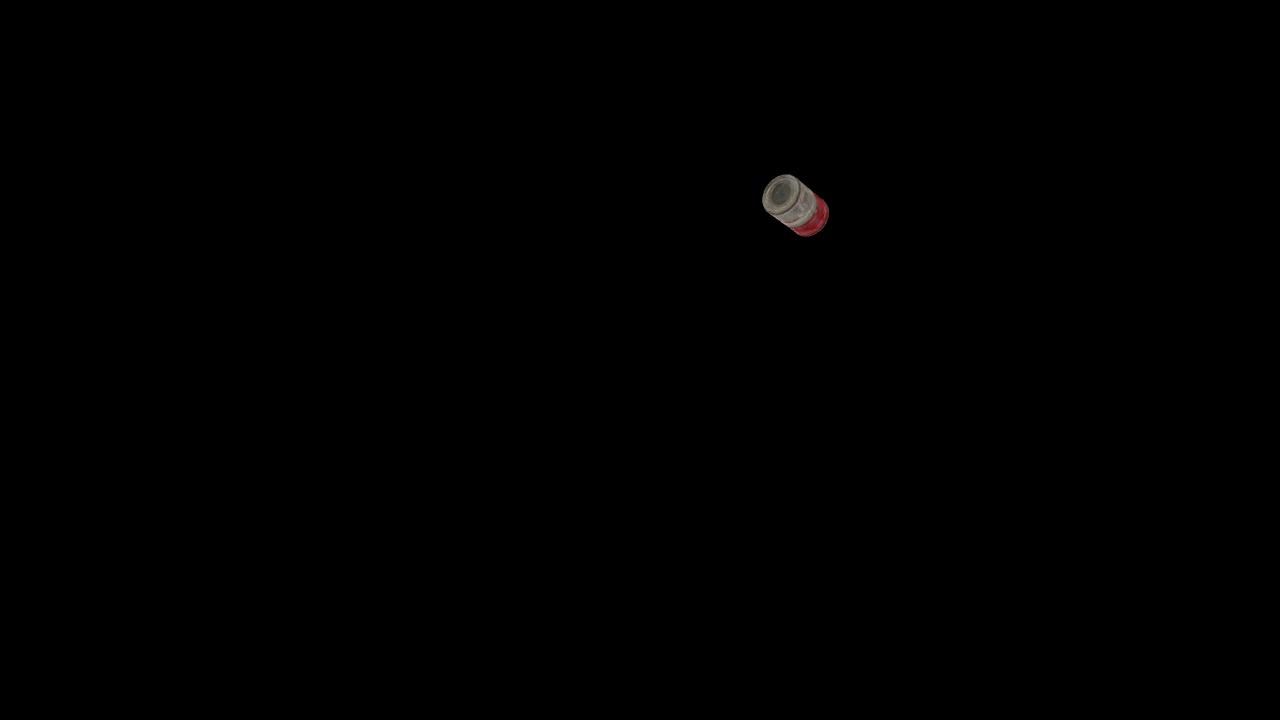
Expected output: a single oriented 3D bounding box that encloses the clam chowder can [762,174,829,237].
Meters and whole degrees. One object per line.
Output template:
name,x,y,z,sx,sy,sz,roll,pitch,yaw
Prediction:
clam chowder can,0.250,-0.247,0.987,0.068,0.068,0.102,0,-10,42
